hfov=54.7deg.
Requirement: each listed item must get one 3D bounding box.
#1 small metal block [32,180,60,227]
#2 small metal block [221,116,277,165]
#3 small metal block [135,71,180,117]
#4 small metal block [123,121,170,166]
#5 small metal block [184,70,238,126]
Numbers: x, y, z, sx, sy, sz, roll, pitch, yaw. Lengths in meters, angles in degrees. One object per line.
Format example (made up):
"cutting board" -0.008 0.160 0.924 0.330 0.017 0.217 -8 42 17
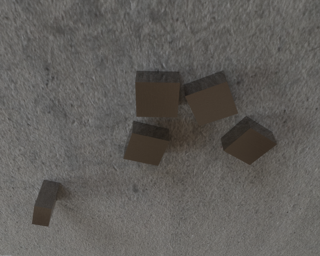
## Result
"small metal block" -0.180 0.119 0.489 0.025 0.050 0.050 14 129 -12
"small metal block" 0.121 0.018 0.425 0.050 0.025 0.050 28 125 -22
"small metal block" -0.003 -0.040 0.373 0.050 0.025 0.050 1 130 -1
"small metal block" -0.019 0.022 0.426 0.050 0.025 0.050 13 129 -12
"small metal block" 0.062 -0.035 0.378 0.050 0.025 0.050 -19 128 15
